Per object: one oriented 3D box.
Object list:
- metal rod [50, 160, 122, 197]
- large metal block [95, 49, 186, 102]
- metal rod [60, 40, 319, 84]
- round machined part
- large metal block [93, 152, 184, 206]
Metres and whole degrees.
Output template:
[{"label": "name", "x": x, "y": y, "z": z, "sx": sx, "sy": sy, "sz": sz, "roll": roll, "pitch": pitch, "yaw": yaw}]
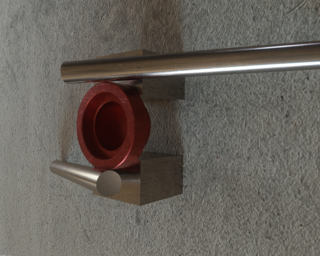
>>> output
[{"label": "metal rod", "x": -0.118, "y": 0.062, "z": 0.429, "sx": 0.299, "sy": 0.025, "sz": 0.025, "roll": -7, "pitch": 85, "yaw": 62}, {"label": "large metal block", "x": -0.024, "y": -0.061, "z": 0.388, "sx": 0.080, "sy": 0.081, "sz": 0.050, "roll": 2, "pitch": 91, "yaw": 39}, {"label": "metal rod", "x": 0.040, "y": -0.063, "z": 0.302, "sx": 0.301, "sy": 0.025, "sz": 0.025, "roll": 0, "pitch": 90, "yaw": 17}, {"label": "round machined part", "x": -0.049, "y": -0.002, "z": 0.357, "sx": 0.098, "sy": 0.042, "sz": 0.097, "roll": 0, "pitch": 90, "yaw": 39}, {"label": "large metal block", "x": -0.026, "y": 0.058, "z": 0.390, "sx": 0.080, "sy": 0.081, "sz": 0.050, "roll": 2, "pitch": 91, "yaw": 39}]
